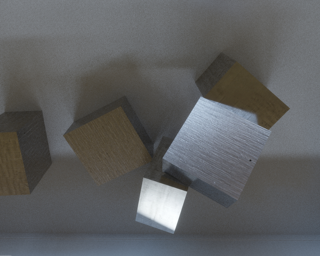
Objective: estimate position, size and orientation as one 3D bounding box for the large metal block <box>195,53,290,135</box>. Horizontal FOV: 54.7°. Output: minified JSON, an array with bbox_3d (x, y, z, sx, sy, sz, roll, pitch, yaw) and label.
[{"bbox_3d":[0.093,-0.040,0.369,0.080,0.080,0.050,37,106,-13],"label":"large metal block"}]

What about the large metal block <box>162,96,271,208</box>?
[{"bbox_3d":[0.058,0.026,0.330,0.080,0.050,0.080,28,70,11],"label":"large metal block"}]

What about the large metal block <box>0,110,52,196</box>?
[{"bbox_3d":[-0.181,0.029,0.390,0.050,0.080,0.079,-3,110,0],"label":"large metal block"}]

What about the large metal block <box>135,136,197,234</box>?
[{"bbox_3d":[0.010,0.071,0.393,0.050,0.080,0.079,17,127,7],"label":"large metal block"}]

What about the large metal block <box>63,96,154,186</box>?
[{"bbox_3d":[-0.063,0.016,0.403,0.080,0.050,0.080,-26,108,9],"label":"large metal block"}]
